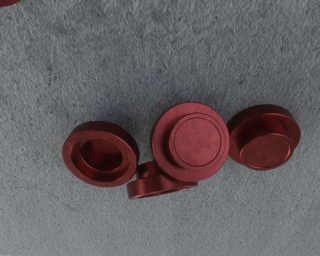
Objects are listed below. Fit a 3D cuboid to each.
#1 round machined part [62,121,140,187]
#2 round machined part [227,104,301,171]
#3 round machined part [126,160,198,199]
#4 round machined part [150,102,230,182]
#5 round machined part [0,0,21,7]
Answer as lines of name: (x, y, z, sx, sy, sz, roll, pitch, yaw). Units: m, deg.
round machined part: (-0.075, 0.030, 0.415, 0.099, 0.042, 0.097, 4, 125, 5)
round machined part: (0.138, 0.020, 0.414, 0.099, 0.042, 0.097, 0, 130, 0)
round machined part: (0.001, 0.070, 0.435, 0.099, 0.042, 0.098, -11, 165, -3)
round machined part: (0.040, 0.017, 0.375, 0.099, 0.042, 0.097, 0, 88, -12)
round machined part: (-0.156, -0.152, 0.265, 0.099, 0.042, 0.097, 0, 130, 0)
